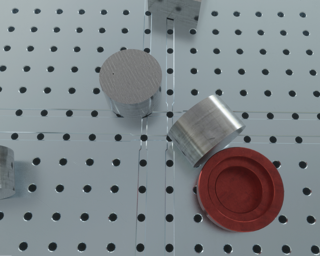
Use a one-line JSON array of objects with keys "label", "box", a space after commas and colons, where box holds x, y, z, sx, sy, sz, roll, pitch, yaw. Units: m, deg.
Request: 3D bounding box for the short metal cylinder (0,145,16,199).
[{"label": "short metal cylinder", "box": [-0.214, 0.055, 0.361, 0.081, 0.080, 0.050, -10, 71, -4]}]

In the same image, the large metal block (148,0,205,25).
[{"label": "large metal block", "box": [0.032, -0.216, 0.478, 0.080, 0.050, 0.080, 16, 71, 6]}]

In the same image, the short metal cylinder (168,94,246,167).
[{"label": "short metal cylinder", "box": [0.057, 0.004, 0.381, 0.080, 0.080, 0.050, -35, 74, -12]}]

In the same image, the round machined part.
[{"label": "round machined part", "box": [0.094, 0.076, 0.376, 0.099, 0.042, 0.098, 0, 70, 0]}]

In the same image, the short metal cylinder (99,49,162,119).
[{"label": "short metal cylinder", "box": [-0.037, -0.059, 0.420, 0.081, 0.050, 0.080, 0, 70, 0]}]
